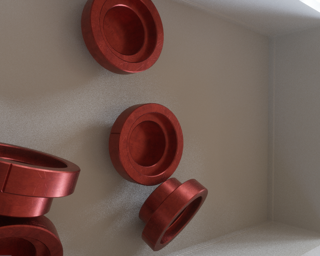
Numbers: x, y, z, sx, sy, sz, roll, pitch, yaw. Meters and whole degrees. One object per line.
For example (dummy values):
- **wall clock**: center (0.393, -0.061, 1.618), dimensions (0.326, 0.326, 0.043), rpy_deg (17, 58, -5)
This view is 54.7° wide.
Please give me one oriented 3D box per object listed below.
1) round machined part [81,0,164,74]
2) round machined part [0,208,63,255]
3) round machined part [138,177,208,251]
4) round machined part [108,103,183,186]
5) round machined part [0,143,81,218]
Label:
- **round machined part**: center (-0.046, -0.111, 0.358), dimensions (0.099, 0.042, 0.097), rpy_deg (0, 90, -40)
- **round machined part**: center (-0.138, 0.107, 0.264), dimensions (0.099, 0.042, 0.097), rpy_deg (-17, 125, -25)
- **round machined part**: center (0.012, 0.101, 0.387), dimensions (0.098, 0.042, 0.098), rpy_deg (-39, 153, -24)
- **round machined part**: center (-0.021, 0.019, 0.380), dimensions (0.099, 0.042, 0.097), rpy_deg (0, 90, -40)
- **round machined part**: center (-0.121, 0.043, 0.259), dimensions (0.099, 0.098, 0.042), rpy_deg (18, 87, -39)
